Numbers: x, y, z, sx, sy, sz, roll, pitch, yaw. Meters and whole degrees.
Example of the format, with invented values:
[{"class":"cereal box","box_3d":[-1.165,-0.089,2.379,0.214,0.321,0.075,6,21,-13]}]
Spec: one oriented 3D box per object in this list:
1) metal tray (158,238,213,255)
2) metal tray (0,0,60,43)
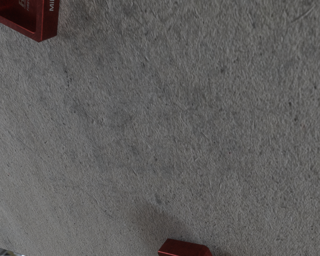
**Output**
[{"class":"metal tray","box_3d":[0.062,0.246,0.511,0.090,0.030,0.130,-10,114,46]},{"class":"metal tray","box_3d":[-0.167,-0.183,0.378,0.090,0.030,0.129,28,128,10]}]
